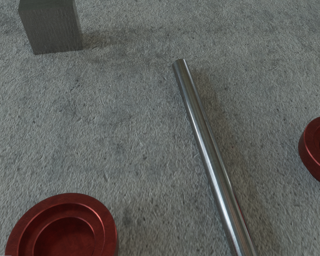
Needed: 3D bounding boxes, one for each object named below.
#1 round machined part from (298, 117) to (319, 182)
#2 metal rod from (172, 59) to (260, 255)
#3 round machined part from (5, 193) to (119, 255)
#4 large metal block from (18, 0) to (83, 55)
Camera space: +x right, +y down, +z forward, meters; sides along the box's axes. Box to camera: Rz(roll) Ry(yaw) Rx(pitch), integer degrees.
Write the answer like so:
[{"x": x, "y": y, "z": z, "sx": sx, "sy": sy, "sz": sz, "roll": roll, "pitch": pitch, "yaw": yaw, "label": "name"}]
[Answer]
[{"x": 0.214, "y": 0.034, "z": 0.365, "sx": 0.099, "sy": 0.042, "sz": 0.098, "roll": 0, "pitch": 50, "yaw": 0, "label": "round machined part"}, {"x": 0.057, "y": 0.015, "z": 0.390, "sx": 0.025, "sy": 0.025, "sz": 0.300, "roll": -8, "pitch": 50, "yaw": -7, "label": "metal rod"}, {"x": -0.088, "y": 0.115, "z": 0.294, "sx": 0.099, "sy": 0.042, "sz": 0.098, "roll": 0, "pitch": 50, "yaw": 0, "label": "round machined part"}, {"x": -0.176, "y": -0.173, "z": 0.511, "sx": 0.081, "sy": 0.080, "sz": 0.050, "roll": -8, "pitch": 51, "yaw": -7, "label": "large metal block"}]
